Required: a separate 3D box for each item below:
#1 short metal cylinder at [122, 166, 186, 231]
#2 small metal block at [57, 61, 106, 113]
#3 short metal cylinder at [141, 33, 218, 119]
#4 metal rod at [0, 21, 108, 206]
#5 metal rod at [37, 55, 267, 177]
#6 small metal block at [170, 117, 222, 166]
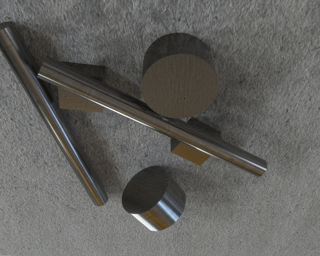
[{"bbox_3d":[-0.009,0.104,0.459,0.080,0.080,0.050,-25,126,20],"label":"short metal cylinder"},{"bbox_3d":[-0.091,-0.048,0.366,0.050,0.025,0.050,6,130,-5],"label":"small metal block"},{"bbox_3d":[0.021,-0.057,0.342,0.081,0.050,0.079,0,130,0],"label":"short metal cylinder"},{"bbox_3d":[-0.130,0.007,0.411,0.025,0.025,0.299,-10,130,8],"label":"metal rod"},{"bbox_3d":[0.008,-0.004,0.370,0.302,0.025,0.025,25,126,-20],"label":"metal rod"},{"bbox_3d":[0.050,0.019,0.424,0.050,0.025,0.050,27,125,-21],"label":"small metal block"}]
